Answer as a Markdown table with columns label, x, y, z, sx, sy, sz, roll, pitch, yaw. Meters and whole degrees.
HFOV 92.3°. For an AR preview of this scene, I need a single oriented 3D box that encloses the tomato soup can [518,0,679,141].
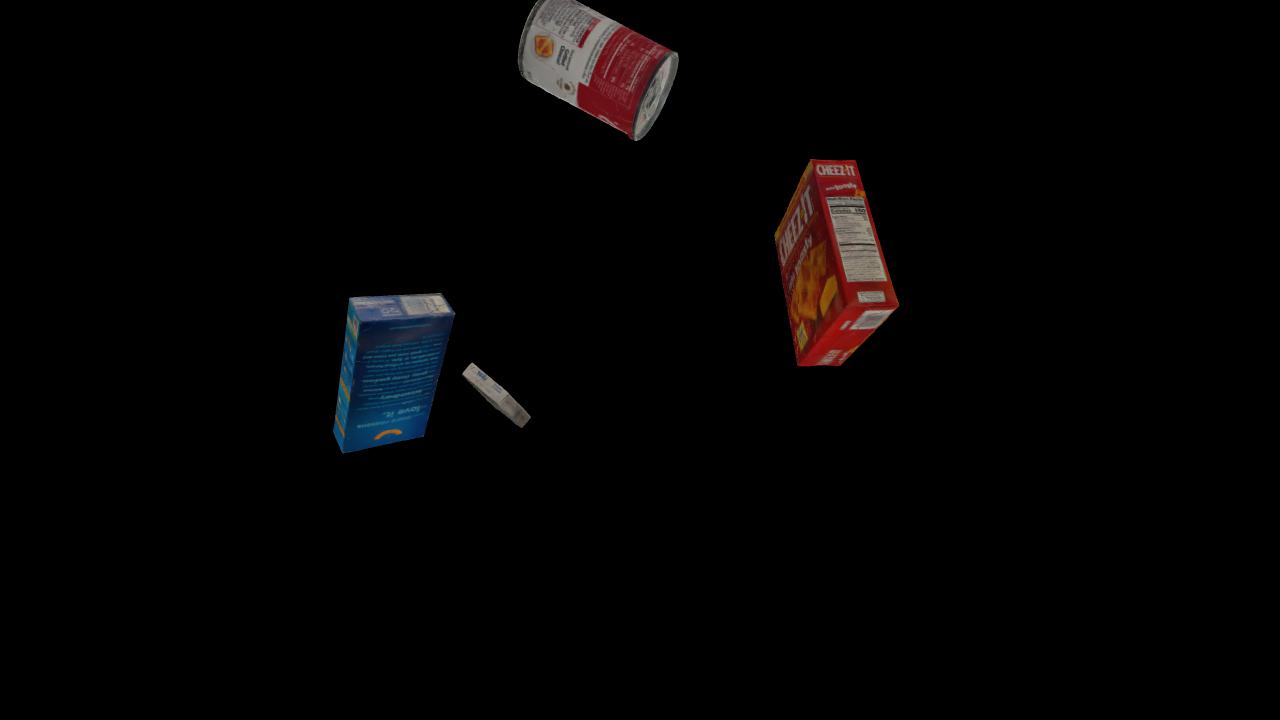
| label | x | y | z | sx | sy | sz | roll | pitch | yaw |
| --- | --- | --- | --- | --- | --- | --- | --- | --- | --- |
| tomato soup can | -0.031 | -0.218 | 0.457 | 0.101 | 0.068 | 0.068 | 29 | 2 | 3 |

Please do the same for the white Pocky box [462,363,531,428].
| label | x | y | z | sx | sy | sz | roll | pitch | yaw |
| --- | --- | --- | --- | --- | --- | --- | --- | --- | --- |
| white Pocky box | -0.231 | 0.061 | 0.999 | 0.084 | 0.028 | 0.154 | 36 | -14 | 14 |

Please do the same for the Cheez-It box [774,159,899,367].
| label | x | y | z | sx | sy | sz | roll | pitch | yaw |
| --- | --- | --- | --- | --- | --- | --- | --- | --- | --- |
| Cheez-It box | 0.245 | -0.124 | 0.806 | 0.071 | 0.223 | 0.166 | 0 | -25 | -7 |

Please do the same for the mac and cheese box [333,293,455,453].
| label | x | y | z | sx | sy | sz | roll | pitch | yaw |
| --- | --- | --- | --- | --- | --- | --- | --- | --- | --- |
| mac and cheese box | -0.257 | 0.015 | 0.634 | 0.093 | 0.184 | 0.041 | -11 | 50 | -42 |
